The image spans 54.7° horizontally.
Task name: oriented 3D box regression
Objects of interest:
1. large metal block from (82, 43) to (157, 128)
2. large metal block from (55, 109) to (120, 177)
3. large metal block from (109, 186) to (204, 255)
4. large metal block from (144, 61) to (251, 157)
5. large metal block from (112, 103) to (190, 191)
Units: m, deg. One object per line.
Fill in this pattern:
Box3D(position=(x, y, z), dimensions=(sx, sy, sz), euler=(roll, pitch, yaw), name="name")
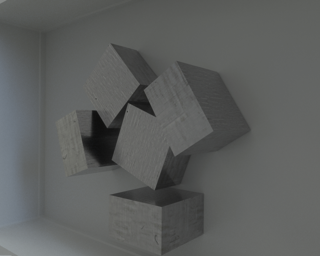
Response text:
Box3D(position=(-0.052, -0.056, 0.429), dimensions=(0.080, 0.050, 0.080), euler=(-49, 61, 28), name="large metal block")
Box3D(position=(-0.093, 0.021, 0.444), dimensions=(0.050, 0.081, 0.080), euler=(-24, 75, 37), name="large metal block")
Box3D(position=(-0.004, 0.104, 0.371), dimensions=(0.080, 0.081, 0.050), euler=(1, 91, 39), name="large metal block")
Box3D(position=(0.041, -0.019, 0.333), dimensions=(0.050, 0.081, 0.080), euler=(-38, 67, 33), name="large metal block")
Box3D(position=(-0.007, 0.021, 0.393), dimensions=(0.080, 0.050, 0.079), euler=(28, 108, 36), name="large metal block")
